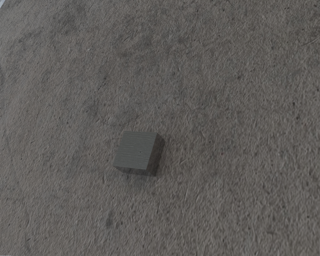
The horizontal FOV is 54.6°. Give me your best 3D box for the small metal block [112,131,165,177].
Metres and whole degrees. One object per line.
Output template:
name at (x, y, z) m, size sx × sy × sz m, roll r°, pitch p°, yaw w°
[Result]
small metal block at (-0.027, 0.032, 0.399) m, size 0.050 × 0.025 × 0.050 m, roll 2°, pitch 63°, yaw 29°
